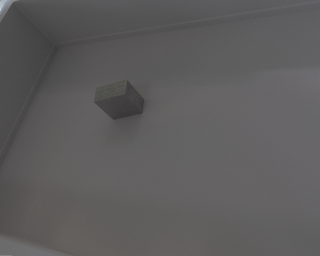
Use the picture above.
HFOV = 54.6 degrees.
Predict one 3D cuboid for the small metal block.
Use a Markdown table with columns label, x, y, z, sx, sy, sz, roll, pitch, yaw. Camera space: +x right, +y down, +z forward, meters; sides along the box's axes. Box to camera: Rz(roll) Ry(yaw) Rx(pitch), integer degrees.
| label | x | y | z | sx | sy | sz | roll | pitch | yaw |
| --- | --- | --- | --- | --- | --- | --- | --- | --- | --- |
| small metal block | -0.058 | -0.039 | 0.445 | 0.050 | 0.050 | 0.025 | -11 | 57 | 22 |
